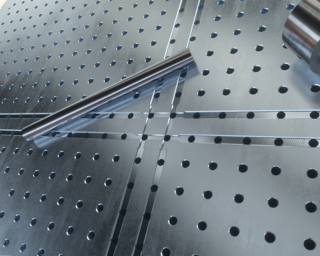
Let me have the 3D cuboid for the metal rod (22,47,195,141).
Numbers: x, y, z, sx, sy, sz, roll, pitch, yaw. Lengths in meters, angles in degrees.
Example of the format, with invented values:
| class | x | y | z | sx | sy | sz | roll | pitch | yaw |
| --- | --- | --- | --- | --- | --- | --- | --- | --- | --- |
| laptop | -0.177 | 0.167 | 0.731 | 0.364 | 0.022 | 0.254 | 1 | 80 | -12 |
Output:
| class | x | y | z | sx | sy | sz | roll | pitch | yaw |
| --- | --- | --- | --- | --- | --- | --- | --- | --- | --- |
| metal rod | -0.088 | -0.048 | 0.483 | 0.300 | 0.025 | 0.025 | -23 | 53 | 13 |

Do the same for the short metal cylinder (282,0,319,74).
| class | x | y | z | sx | sy | sz | roll | pitch | yaw |
| --- | --- | --- | --- | --- | --- | --- | --- | --- | --- |
| short metal cylinder | 0.185 | -0.106 | 0.341 | 0.080 | 0.080 | 0.050 | -31 | 52 | 8 |
